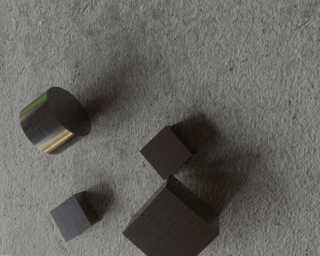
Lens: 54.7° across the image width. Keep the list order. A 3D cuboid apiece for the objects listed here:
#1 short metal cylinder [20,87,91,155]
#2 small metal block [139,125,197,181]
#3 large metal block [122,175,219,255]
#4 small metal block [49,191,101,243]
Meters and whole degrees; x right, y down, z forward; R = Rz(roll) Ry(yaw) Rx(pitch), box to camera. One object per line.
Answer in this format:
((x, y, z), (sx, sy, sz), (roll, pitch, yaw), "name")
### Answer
((-0.142, -0.010, 0.428), (0.050, 0.080, 0.080), (-33, 80, 17), "short metal cylinder")
((0.011, 0.032, 0.404), (0.050, 0.025, 0.050), (-44, 77, 14), "small metal block")
((0.015, 0.119, 0.381), (0.080, 0.050, 0.080), (41, 103, 2), "large metal block")
((-0.124, 0.129, 0.451), (0.050, 0.025, 0.050), (-37, 79, 16), "small metal block")
